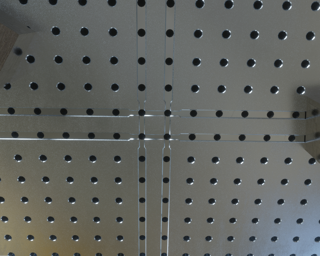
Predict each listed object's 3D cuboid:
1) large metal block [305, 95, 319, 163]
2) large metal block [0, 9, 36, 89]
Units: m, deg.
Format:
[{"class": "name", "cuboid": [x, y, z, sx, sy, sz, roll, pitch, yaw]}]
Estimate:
[{"class": "large metal block", "cuboid": [0.242, -0.002, 0.403, 0.080, 0.050, 0.079, -7, 110, 2]}, {"class": "large metal block", "cuboid": [-0.208, -0.099, 0.361, 0.080, 0.050, 0.080, 32, 107, -12]}]
